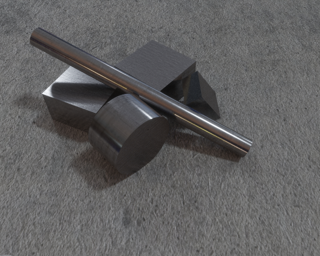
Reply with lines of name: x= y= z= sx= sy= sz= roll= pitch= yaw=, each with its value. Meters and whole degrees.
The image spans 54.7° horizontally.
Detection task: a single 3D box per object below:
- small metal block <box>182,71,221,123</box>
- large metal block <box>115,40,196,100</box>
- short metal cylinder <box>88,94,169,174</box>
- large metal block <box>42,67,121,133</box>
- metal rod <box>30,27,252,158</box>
small metal block: x=0.056 y=-0.040 z=0.420 sx=0.025 sy=0.050 sz=0.050 roll=-26 pitch=45 yaw=26
large metal block: x=-0.006 y=-0.073 z=0.447 sx=0.080 sy=0.050 sz=0.080 roll=32 pitch=57 yaw=24
short metal cylinder: x=-0.035 y=0.007 z=0.362 sx=0.080 sy=0.080 sz=0.050 roll=-37 pitch=59 yaw=-27
large metal block: x=-0.096 y=-0.042 z=0.423 sx=0.080 sy=0.050 sz=0.080 roll=20 pitch=53 yaw=16
metal rod: x=-0.024 y=-0.045 z=0.389 sx=0.301 sy=0.025 sz=0.025 roll=28 pitch=54 yaw=2
